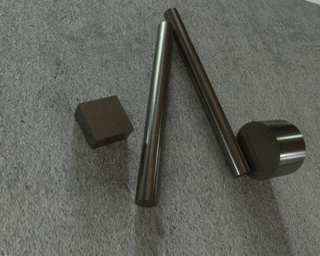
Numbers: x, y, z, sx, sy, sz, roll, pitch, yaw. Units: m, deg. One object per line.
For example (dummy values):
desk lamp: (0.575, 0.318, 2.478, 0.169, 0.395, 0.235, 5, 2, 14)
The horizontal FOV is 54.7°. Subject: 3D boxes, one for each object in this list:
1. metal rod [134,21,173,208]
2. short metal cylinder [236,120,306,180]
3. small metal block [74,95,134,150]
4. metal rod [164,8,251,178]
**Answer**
metal rod: (-0.003, -0.040, 0.426, 0.025, 0.025, 0.300, 18, 55, -18)
short metal cylinder: (0.151, 0.029, 0.432, 0.050, 0.080, 0.080, -4, 64, -30)
small metal block: (-0.067, -0.007, 0.372, 0.050, 0.025, 0.050, -18, 71, -35)
metal rod: (0.066, -0.067, 0.479, 0.025, 0.025, 0.299, -6, 65, -31)
